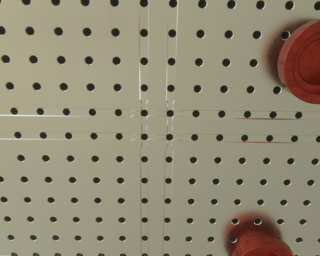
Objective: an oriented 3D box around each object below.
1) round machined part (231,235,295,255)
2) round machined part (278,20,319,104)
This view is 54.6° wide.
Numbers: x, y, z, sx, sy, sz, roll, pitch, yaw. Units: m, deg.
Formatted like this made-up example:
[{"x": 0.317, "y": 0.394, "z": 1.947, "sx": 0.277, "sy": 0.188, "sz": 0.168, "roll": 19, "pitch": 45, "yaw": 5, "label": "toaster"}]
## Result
[{"x": 0.157, "y": 0.207, "z": 0.482, "sx": 0.099, "sy": 0.042, "sz": 0.097, "roll": 0, "pitch": 110, "yaw": 0, "label": "round machined part"}, {"x": 0.192, "y": -0.081, "z": 0.376, "sx": 0.099, "sy": 0.042, "sz": 0.097, "roll": 0, "pitch": 110, "yaw": 0, "label": "round machined part"}]
